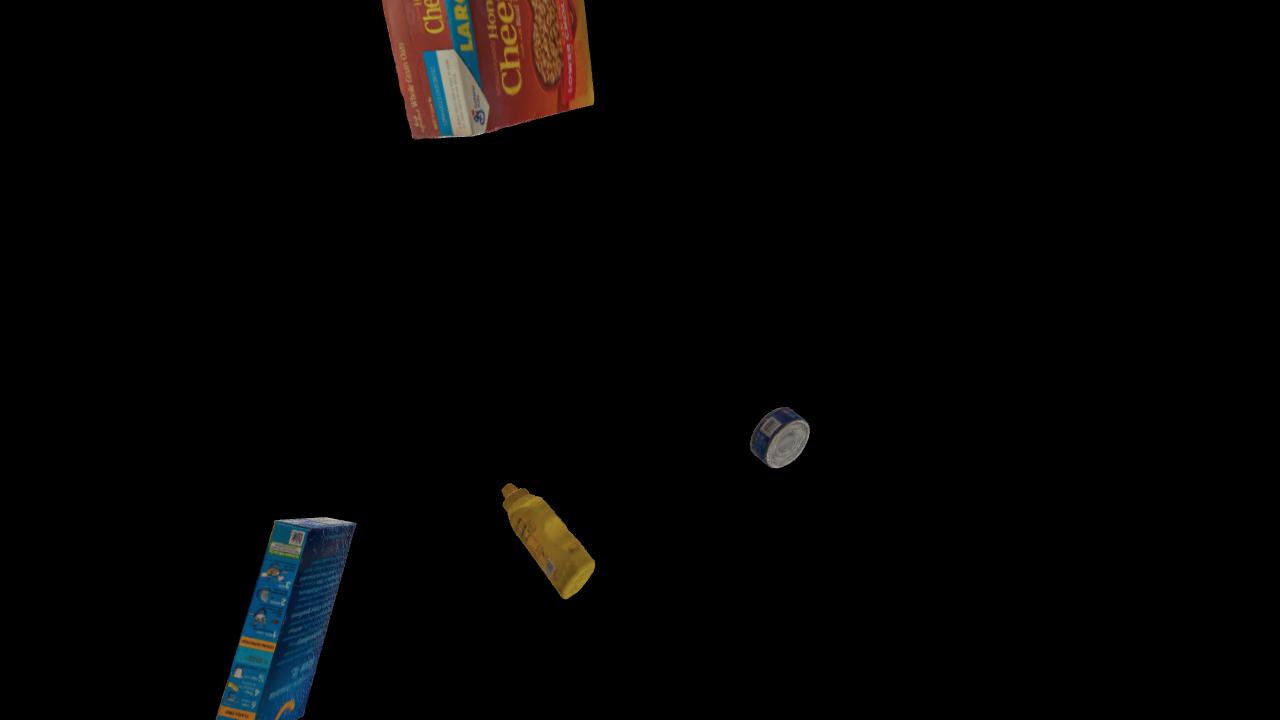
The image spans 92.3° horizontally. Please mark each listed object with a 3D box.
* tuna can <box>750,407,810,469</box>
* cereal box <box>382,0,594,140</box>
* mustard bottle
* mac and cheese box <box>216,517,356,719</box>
[{"bbox_3d":[0.196,0.109,0.858,0.084,0.084,0.034,0,27,-36],"label":"tuna can"},{"bbox_3d":[-0.145,-0.360,0.652,0.081,0.203,0.306,4,27,17],"label":"cereal box"},{"bbox_3d":[-0.143,0.250,0.891,0.054,0.092,0.184,-27,61,-37],"label":"mustard bottle"},{"bbox_3d":[-0.322,0.241,0.566,0.041,0.184,0.093,11,-12,2],"label":"mac and cheese box"}]
